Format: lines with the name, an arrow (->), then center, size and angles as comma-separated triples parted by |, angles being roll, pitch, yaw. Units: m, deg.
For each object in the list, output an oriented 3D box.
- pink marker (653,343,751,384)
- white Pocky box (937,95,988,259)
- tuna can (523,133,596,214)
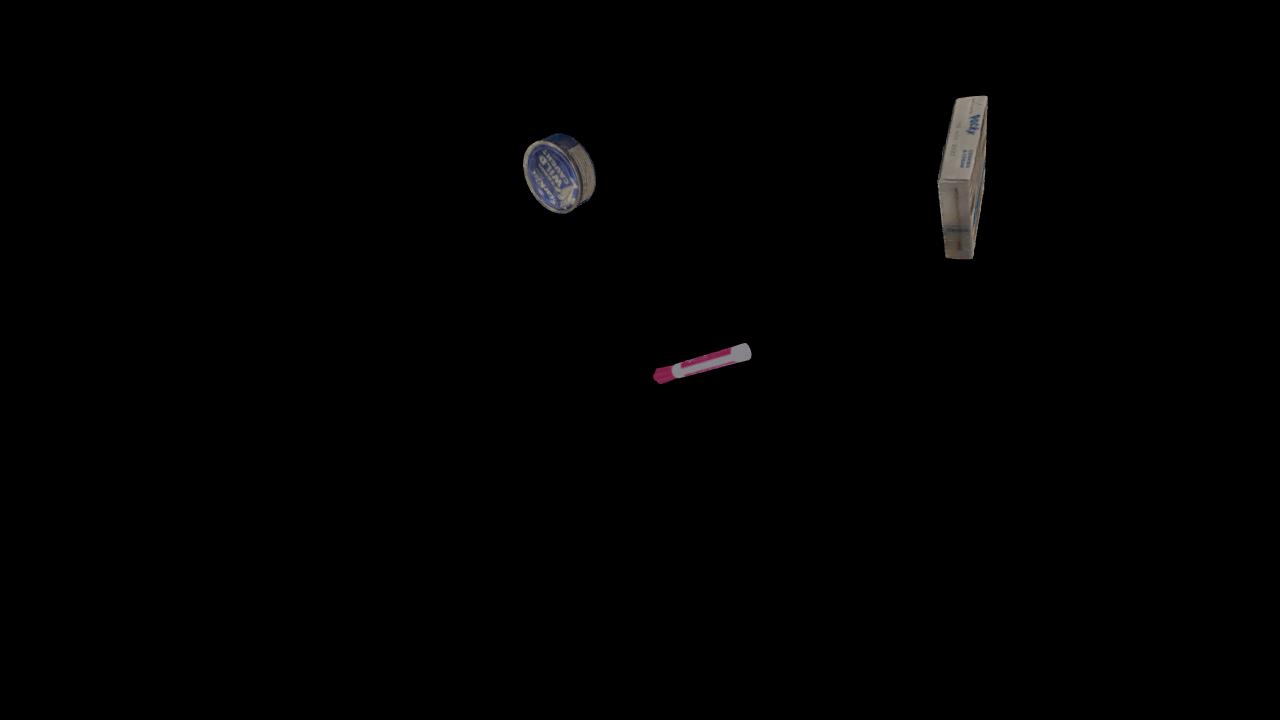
pink marker -> 0.066, 0.006, 0.684 | 0.121, 0.020, 0.020 | -17, -9, 33
white Pocky box -> 0.303, -0.163, 0.576 | 0.028, 0.084, 0.154 | 9, -12, 31
tuna can -> -0.091, -0.213, 0.702 | 0.084, 0.084, 0.034 | 0, 32, 41
